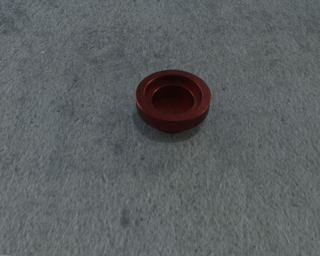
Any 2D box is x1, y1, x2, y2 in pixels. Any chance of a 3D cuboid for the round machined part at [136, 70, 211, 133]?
[{"bbox_3d":[0.017,-0.032,0.419,0.099,0.042,0.098,0,50,0],"label":"round machined part"}]
